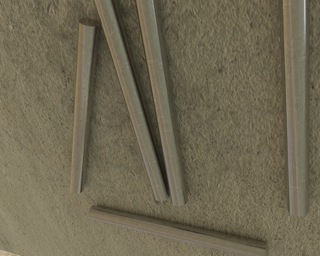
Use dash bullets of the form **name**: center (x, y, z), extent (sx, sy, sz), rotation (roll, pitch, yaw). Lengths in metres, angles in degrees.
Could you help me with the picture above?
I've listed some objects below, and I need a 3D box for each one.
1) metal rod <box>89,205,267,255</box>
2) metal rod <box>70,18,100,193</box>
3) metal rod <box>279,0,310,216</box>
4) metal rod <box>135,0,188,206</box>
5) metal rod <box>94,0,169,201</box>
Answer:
- **metal rod**: center (0.014, 0.163, 0.499), extent (0.301, 0.025, 0.025), rotation (4, 120, 25)
- **metal rod**: center (-0.115, -0.010, 0.458), extent (0.025, 0.025, 0.298), rotation (24, 127, 13)
- **metal rod**: center (0.138, -0.032, 0.314), extent (0.025, 0.025, 0.298), rotation (1, 119, 27)
- **metal rod**: center (0.006, -0.024, 0.387), extent (0.025, 0.025, 0.298), rotation (4, 121, 26)
- **metal rod**: center (-0.031, -0.029, 0.403), extent (0.025, 0.025, 0.298), rotation (-1, 118, 28)
